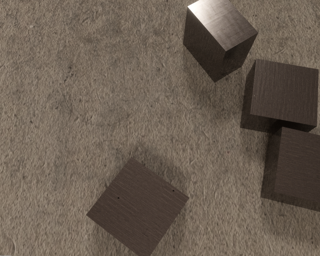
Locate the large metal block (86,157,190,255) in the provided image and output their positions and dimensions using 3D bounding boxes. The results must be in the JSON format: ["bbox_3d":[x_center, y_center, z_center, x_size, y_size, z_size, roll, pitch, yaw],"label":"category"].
[{"bbox_3d":[-0.024,0.094,0.360,0.080,0.050,0.080,34,73,11],"label":"large metal block"}]

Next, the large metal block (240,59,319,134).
[{"bbox_3d":[0.157,-0.038,0.411,0.080,0.050,0.080,11,70,3],"label":"large metal block"}]

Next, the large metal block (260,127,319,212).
[{"bbox_3d":[0.176,0.052,0.378,0.080,0.050,0.080,13,70,4],"label":"large metal block"}]

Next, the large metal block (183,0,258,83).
[{"bbox_3d":[0.078,-0.123,0.425,0.050,0.080,0.080,-32,73,-11],"label":"large metal block"}]
